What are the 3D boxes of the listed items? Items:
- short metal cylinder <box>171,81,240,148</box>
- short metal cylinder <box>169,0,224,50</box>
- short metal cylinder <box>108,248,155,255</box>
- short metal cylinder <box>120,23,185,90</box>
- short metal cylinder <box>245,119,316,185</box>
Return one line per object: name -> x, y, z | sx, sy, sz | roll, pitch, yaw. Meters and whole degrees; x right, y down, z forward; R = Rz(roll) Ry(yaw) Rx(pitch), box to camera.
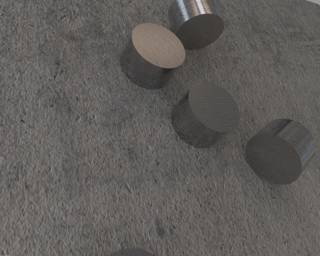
short metal cylinder -> 0.063, -0.018, 0.432 | 0.081, 0.050, 0.080 | 14, 56, -21
short metal cylinder -> 0.058, -0.174, 0.506 | 0.081, 0.080, 0.050 | 0, 62, -28
short metal cylinder -> -0.033, 0.154, 0.276 | 0.081, 0.050, 0.080 | 14, 56, -21
short metal cylinder -> -0.011, -0.102, 0.444 | 0.081, 0.050, 0.080 | 14, 56, -21
short metal cylinder -> 0.170, 0.033, 0.440 | 0.050, 0.080, 0.080 | -32, 80, -38
